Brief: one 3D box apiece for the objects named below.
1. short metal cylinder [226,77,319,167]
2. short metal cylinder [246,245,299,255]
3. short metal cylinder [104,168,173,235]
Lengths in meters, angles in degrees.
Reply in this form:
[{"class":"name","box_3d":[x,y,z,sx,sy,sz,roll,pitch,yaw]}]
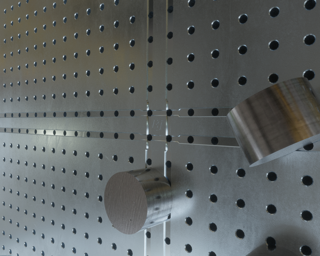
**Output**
[{"class":"short metal cylinder","box_3d":[0.109,-0.003,0.284,0.080,0.081,0.050,-34,69,35]},{"class":"short metal cylinder","box_3d":[0.108,0.163,0.304,0.080,0.050,0.079,0,90,40]},{"class":"short metal cylinder","box_3d":[-0.030,0.096,0.418,0.080,0.050,0.079,0,90,40]}]
